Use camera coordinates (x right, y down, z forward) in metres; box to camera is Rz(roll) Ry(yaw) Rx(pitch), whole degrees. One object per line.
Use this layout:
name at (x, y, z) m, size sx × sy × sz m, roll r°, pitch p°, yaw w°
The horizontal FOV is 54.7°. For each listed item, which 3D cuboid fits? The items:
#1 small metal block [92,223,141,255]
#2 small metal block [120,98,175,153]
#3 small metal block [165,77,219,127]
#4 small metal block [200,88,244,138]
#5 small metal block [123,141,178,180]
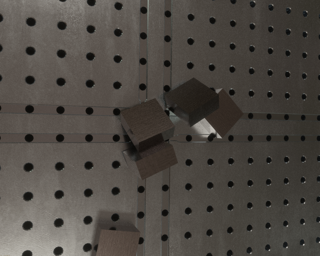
small metal block at (-0.057, 0.152, 0.393) m, size 0.050 × 0.025 × 0.050 m, roll 12°, pitch 86°, yaw -20°
small metal block at (-0.016, -0.004, 0.394) m, size 0.050 × 0.025 × 0.050 m, roll -24°, pitch 62°, yaw -19°
small metal block at (0.043, -0.035, 0.414) m, size 0.050 × 0.050 × 0.025 m, roll -33°, pitch 140°, yaw -17°
small metal block at (0.083, -0.021, 0.445) m, size 0.050 × 0.025 × 0.050 m, roll -46°, pitch 105°, yaw -14°
small metal block at (-0.013, 0.037, 0.394) m, size 0.050 × 0.050 × 0.025 m, roll -23°, pitch 108°, yaw -19°
